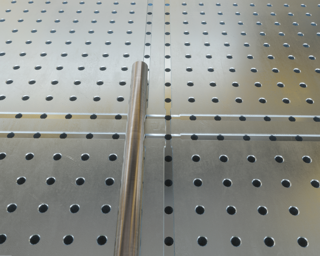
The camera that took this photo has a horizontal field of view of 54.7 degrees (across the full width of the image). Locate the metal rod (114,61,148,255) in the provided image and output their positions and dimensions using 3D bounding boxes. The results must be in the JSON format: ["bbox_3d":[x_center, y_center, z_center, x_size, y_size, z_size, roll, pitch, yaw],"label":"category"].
[{"bbox_3d":[-0.032,0.019,0.390,0.025,0.025,0.300,0,50,0],"label":"metal rod"}]
